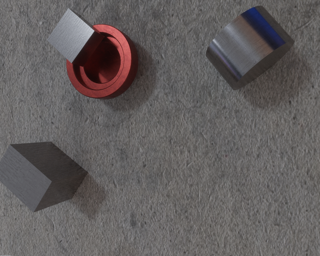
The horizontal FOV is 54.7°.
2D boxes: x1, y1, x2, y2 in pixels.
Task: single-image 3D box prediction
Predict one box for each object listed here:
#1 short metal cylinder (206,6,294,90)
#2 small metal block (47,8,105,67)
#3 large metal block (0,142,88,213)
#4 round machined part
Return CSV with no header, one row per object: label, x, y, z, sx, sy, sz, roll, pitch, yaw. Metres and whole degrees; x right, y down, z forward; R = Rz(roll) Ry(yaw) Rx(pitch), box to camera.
short metal cylinder,0.099,-0.087,0.345,0.080,0.080,0.050,-39,78,15
small metal block,-0.109,-0.116,0.402,0.050,0.025,0.050,43,103,14
large metal block,-0.165,0.064,0.436,0.080,0.080,0.050,36,101,16
round machined part,-0.074,-0.087,0.425,0.098,0.042,0.097,0,90,19
